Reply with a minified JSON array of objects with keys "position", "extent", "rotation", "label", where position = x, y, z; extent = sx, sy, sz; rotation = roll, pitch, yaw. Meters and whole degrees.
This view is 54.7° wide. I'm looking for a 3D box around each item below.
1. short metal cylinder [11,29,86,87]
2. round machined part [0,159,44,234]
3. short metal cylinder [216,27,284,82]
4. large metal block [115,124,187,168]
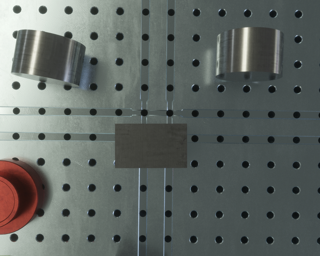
[{"position":[-0.137,-0.084,0.385],"extent":[0.080,0.080,0.050],"rotation":[9,90,0],"label":"short metal cylinder"},{"position":[-0.208,0.091,0.403],"extent":[0.099,0.042,0.097],"rotation":[0,90,0],"label":"round machined part"},{"position":[0.111,-0.088,0.387],"extent":[0.081,0.080,0.050],"rotation":[2,90,0],"label":"short metal cylinder"},{"position":[-0.010,0.020,0.386],"extent":[0.081,0.080,0.050],"rotation":[0,90,0],"label":"large metal block"}]
